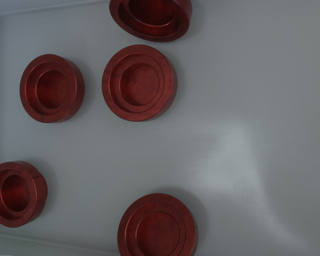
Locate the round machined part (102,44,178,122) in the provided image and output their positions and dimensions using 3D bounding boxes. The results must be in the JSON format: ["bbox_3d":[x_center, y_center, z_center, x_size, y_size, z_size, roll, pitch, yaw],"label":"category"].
[{"bbox_3d":[-0.024,-0.057,0.410,0.098,0.042,0.097,0,90,20],"label":"round machined part"}]

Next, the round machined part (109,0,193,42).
[{"bbox_3d":[-0.009,-0.151,0.378,0.098,0.098,0.042,6,72,20],"label":"round machined part"}]

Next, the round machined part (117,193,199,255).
[{"bbox_3d":[0.000,0.135,0.389,0.098,0.042,0.098,-8,62,15],"label":"round machined part"}]

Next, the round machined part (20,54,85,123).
[{"bbox_3d":[-0.152,-0.056,0.455,0.098,0.042,0.097,0,90,20],"label":"round machined part"}]

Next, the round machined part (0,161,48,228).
[{"bbox_3d":[-0.215,0.099,0.477,0.098,0.042,0.097,0,90,20],"label":"round machined part"}]
